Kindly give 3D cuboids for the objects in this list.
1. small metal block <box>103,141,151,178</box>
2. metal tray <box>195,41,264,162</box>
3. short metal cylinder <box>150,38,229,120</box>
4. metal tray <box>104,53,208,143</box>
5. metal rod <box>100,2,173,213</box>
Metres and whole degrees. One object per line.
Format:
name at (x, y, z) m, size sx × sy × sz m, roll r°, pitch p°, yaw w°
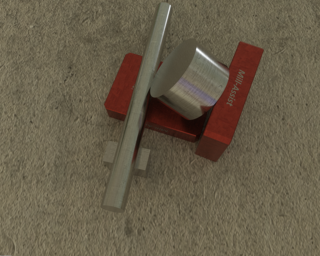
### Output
small metal block at (-0.038, 0.040, 0.381) m, size 0.050 × 0.050 × 0.025 m, roll 12°, pitch 71°, yaw 4°
metal tray at (0.085, -0.030, 0.387) m, size 0.030 × 0.090 × 0.130 m, roll 22°, pitch 71°, yaw 7°
short metal cylinder at (0.033, -0.056, 0.362) m, size 0.050 × 0.080 × 0.080 m, roll 33°, pitch 70°, yaw -24°
metal tray at (0.002, -0.042, 0.422) m, size 0.131 × 0.030 × 0.090 m, roll 17°, pitch 71°, yaw 6°
metal rod at (-0.021, -0.046, 0.385) m, size 0.025 × 0.025 × 0.300 m, roll 10°, pitch 61°, yaw 3°
